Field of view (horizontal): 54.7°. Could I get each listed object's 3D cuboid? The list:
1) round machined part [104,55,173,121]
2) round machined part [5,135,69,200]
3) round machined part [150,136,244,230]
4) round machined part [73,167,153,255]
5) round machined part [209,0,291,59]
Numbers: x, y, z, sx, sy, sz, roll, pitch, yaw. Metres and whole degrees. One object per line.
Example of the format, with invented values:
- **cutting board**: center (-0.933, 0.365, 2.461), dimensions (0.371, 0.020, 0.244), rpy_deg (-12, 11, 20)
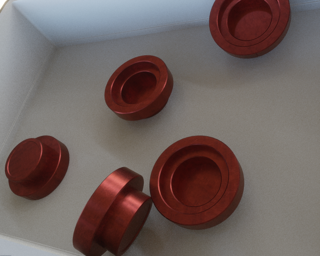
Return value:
- **round machined part**: center (-0.026, -0.052, 0.441), dimensions (0.098, 0.042, 0.098), rpy_deg (-13, 56, 21)
- **round machined part**: center (-0.188, 0.054, 0.461), dimensions (0.098, 0.042, 0.098), rpy_deg (-13, 56, 21)
- **round machined part**: center (0.042, 0.061, 0.336), dimensions (0.098, 0.042, 0.098), rpy_deg (-13, 56, 20)
- **round machined part**: center (-0.043, 0.094, 0.328), dimensions (0.042, 0.098, 0.098), rpy_deg (26, 75, 16)
- **round machined part**: center (0.117, -0.138, 0.402), dimensions (0.098, 0.042, 0.097), rpy_deg (0, 89, 26)
